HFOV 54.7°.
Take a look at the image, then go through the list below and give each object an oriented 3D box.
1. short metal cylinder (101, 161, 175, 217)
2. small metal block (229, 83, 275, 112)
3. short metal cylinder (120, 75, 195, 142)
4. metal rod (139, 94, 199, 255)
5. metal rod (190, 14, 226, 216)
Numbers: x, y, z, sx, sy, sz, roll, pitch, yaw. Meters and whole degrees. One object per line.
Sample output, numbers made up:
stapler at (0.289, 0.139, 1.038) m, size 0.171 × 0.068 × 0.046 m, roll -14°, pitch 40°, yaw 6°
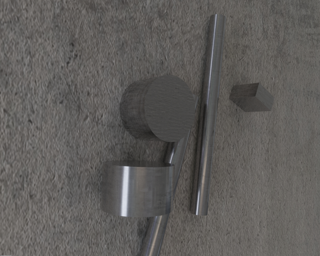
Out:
short metal cylinder at (-0.025, 0.065, 0.348) m, size 0.081 × 0.080 × 0.050 m, roll 4°, pitch 88°, yaw -40°
small metal block at (0.153, -0.050, 0.516) m, size 0.050 × 0.050 × 0.025 m, roll 31°, pitch 71°, yaw -36°
short metal cylinder at (-0.002, -0.023, 0.386) m, size 0.081 × 0.050 × 0.080 m, roll 0°, pitch 90°, yaw -40°
metal rod at (0.005, 0.096, 0.408) m, size 0.025 × 0.025 × 0.299 m, roll 25°, pitch 74°, yaw -37°
metal rod at (0.073, -0.023, 0.465) m, size 0.025 × 0.025 × 0.298 m, roll 11°, pitch 83°, yaw -40°
